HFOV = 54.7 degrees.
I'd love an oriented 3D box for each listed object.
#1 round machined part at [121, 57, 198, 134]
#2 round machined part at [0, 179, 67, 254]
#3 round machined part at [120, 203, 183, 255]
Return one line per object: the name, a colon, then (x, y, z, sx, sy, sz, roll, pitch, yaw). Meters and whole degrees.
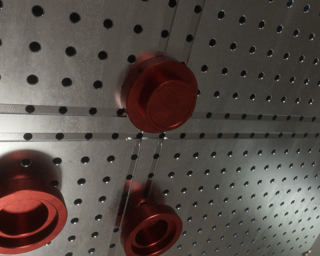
round machined part: (0.005, -0.035, 0.383, 0.099, 0.042, 0.097, -14, 125, -21)
round machined part: (-0.166, 0.101, 0.372, 0.099, 0.042, 0.097, -14, 124, -21)
round machined part: (-0.017, 0.159, 0.491, 0.099, 0.042, 0.097, -14, 125, -21)
